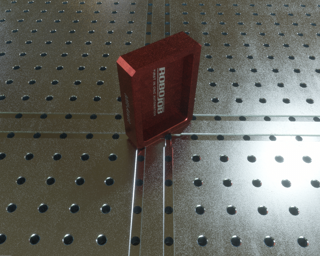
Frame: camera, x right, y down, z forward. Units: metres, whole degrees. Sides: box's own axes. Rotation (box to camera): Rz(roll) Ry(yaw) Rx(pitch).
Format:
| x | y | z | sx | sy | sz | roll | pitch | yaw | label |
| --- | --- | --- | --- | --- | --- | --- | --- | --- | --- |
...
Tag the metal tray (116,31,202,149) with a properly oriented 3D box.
| x | y | z | sx | sy | sz | roll | pitch | yaw | label |
| --- | --- | --- | --- | --- | --- | --- | --- | --- | --- |
| 0.000 | -0.041 | 0.374 | 0.091 | 0.129 | 0.030 | -28 | 56 | -22 | metal tray |
